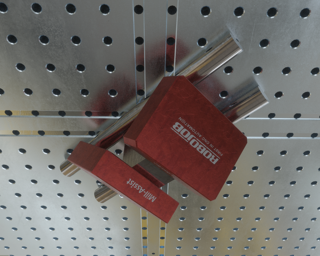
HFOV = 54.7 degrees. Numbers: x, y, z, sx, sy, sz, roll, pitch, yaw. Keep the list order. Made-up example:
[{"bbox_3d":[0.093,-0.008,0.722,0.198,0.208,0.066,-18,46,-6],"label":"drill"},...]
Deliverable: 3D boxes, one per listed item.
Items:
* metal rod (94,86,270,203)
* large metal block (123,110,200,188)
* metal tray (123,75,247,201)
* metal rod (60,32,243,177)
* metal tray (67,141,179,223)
[{"bbox_3d":[0.015,0.035,0.442,0.299,0.025,0.025,-34,123,25],"label":"metal rod"},{"bbox_3d":[0.000,0.023,0.394,0.080,0.080,0.050,-34,122,25],"label":"large metal block"},{"bbox_3d":[0.035,0.014,0.352,0.130,0.030,0.090,39,76,-29],"label":"metal tray"},{"bbox_3d":[-0.028,-0.016,0.398,0.299,0.025,0.025,-35,122,25],"label":"metal rod"},{"bbox_3d":[-0.047,0.069,0.399,0.130,0.030,0.090,42,162,-30],"label":"metal tray"}]
